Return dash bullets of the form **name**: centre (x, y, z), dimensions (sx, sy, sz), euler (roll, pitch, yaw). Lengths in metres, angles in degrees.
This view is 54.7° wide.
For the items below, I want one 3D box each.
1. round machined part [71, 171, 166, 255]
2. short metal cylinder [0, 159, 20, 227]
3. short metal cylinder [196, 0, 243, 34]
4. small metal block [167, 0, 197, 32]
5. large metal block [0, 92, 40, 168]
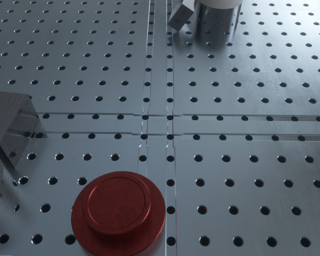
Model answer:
- **round machined part**: centre (-0.043, 0.086, 0.324), dimensions (0.099, 0.042, 0.098), euler (0, 50, 0)
- **short metal cylinder**: centre (-0.200, 0.069, 0.332), dimensions (0.080, 0.050, 0.080), euler (0, 50, 0)
- **short metal cylinder**: centre (0.109, -0.219, 0.576), dimensions (0.081, 0.050, 0.080), euler (0, 50, 0)
- **small metal block**: centre (0.042, -0.214, 0.568), dimensions (0.025, 0.050, 0.050), euler (29, 49, -16)
- **large metal block**: centre (-0.213, -0.001, 0.391), dimensions (0.080, 0.050, 0.080), euler (6, 50, 5)
